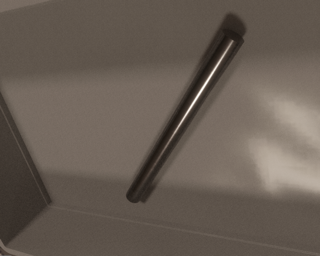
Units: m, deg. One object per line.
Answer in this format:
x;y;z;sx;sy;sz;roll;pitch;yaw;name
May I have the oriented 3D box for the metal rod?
0.016;0.008;0.404;0.025;0.025;0.298;34;129;5;metal rod
